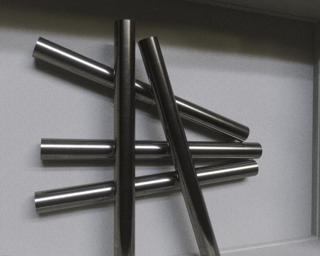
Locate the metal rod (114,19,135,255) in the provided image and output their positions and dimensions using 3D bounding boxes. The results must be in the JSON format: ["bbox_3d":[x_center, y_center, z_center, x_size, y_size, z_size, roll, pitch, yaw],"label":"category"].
[{"bbox_3d":[-0.042,0.025,0.367,0.025,0.025,0.298,0,90,-20],"label":"metal rod"}]

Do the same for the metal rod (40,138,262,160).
[{"bbox_3d":[0.004,0.029,0.411,0.303,0.025,0.025,2,90,-21],"label":"metal rod"}]

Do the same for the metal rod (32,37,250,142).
[{"bbox_3d":[-0.009,-0.042,0.406,0.302,0.025,0.025,21,83,-19],"label":"metal rod"}]

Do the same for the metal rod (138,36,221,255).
[{"bbox_3d":[0.027,0.035,0.393,0.025,0.025,0.298,-19,97,-19],"label":"metal rod"}]

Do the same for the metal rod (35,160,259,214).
[{"bbox_3d":[-0.002,0.073,0.409,0.303,0.025,0.025,-5,92,-20],"label":"metal rod"}]
